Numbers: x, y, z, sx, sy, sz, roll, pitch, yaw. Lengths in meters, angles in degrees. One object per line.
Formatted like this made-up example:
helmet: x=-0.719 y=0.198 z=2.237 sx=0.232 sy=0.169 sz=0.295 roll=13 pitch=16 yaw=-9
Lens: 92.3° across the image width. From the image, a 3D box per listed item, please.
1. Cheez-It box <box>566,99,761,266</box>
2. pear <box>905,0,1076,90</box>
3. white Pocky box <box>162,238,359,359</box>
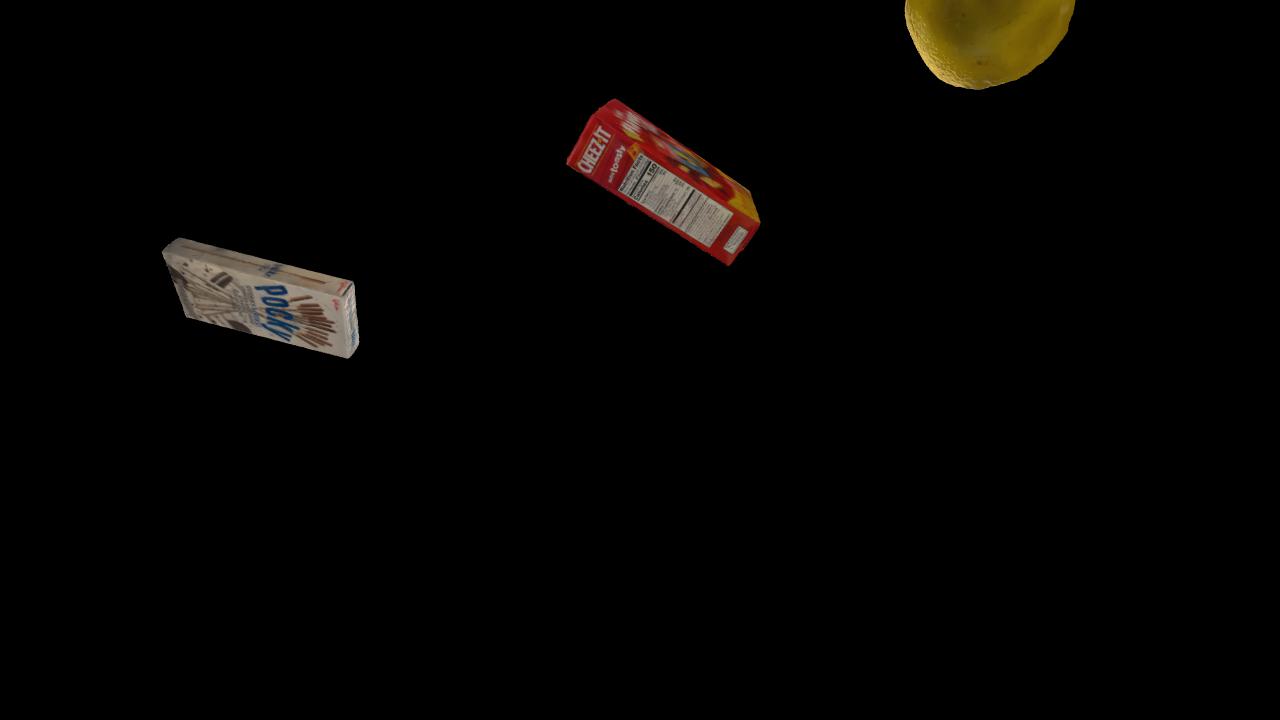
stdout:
Cheez-It box: x=0.034 y=-0.221 z=0.749 sx=0.223 sy=0.071 sz=0.166 roll=31 pitch=27 yaw=-11
pear: x=0.186 y=-0.189 z=0.328 sx=0.080 sy=0.080 sz=0.111 roll=0 pitch=23 yaw=27
white Pocky box: x=-0.342 y=-0.055 z=0.566 sx=0.154 sy=0.028 sz=0.084 roll=15 pitch=-45 yaw=-6
